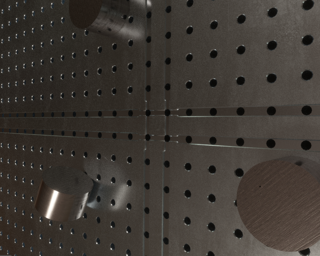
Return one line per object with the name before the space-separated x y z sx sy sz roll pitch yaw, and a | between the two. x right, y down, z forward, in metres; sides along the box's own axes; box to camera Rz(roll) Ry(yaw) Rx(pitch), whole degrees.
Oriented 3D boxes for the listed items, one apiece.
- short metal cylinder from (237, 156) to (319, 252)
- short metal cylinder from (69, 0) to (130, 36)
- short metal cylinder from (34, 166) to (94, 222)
short metal cylinder | 0.121 0.068 0.293 0.080 0.050 0.079 0 90 39
short metal cylinder | -0.092 -0.184 0.467 0.080 0.050 0.079 0 90 39
short metal cylinder | -0.154 0.104 0.497 0.080 0.081 0.050 34 111 34
